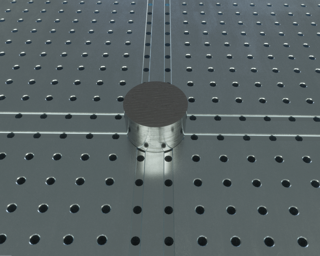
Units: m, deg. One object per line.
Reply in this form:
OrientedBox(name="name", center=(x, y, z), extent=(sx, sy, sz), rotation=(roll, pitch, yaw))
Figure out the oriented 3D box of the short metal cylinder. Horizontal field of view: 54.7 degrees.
OrientedBox(name="short metal cylinder", center=(-0.006, -0.015, 0.404), extent=(0.081, 0.050, 0.080), rotation=(0, 50, 0))
